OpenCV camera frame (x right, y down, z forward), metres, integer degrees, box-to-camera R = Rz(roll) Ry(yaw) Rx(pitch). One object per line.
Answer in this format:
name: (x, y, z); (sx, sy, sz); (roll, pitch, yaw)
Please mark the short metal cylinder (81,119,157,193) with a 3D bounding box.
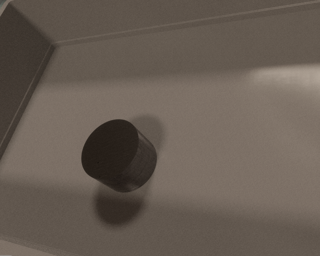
short metal cylinder: (-0.051, 0.036, 0.393); (0.080, 0.050, 0.080); (-13, 56, 20)
